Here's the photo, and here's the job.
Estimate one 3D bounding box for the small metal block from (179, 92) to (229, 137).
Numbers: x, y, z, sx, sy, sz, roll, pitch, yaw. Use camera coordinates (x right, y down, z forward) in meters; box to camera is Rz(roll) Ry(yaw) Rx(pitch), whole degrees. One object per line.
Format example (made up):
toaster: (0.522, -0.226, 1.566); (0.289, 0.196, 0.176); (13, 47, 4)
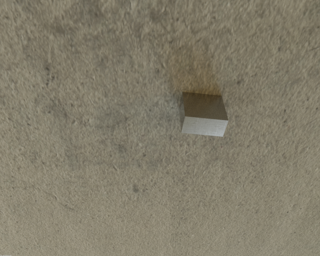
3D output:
small metal block: (0.051, -0.017, 0.377); (0.050, 0.050, 0.025); (5, 130, -5)
